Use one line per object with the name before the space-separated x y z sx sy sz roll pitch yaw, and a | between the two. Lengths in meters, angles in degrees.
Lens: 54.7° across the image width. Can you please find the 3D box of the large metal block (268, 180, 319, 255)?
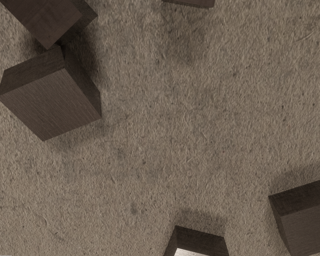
large metal block | 0.214 0.132 0.448 0.080 0.050 0.080 -20 109 6

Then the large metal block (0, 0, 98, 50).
large metal block | -0.120 -0.135 0.329 0.050 0.080 0.080 -39 106 12

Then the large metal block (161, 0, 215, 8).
large metal block | 0.033 -0.170 0.318 0.050 0.080 0.079 9 110 -4

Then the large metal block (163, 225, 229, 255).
large metal block | 0.051 0.206 0.473 0.080 0.050 0.079 16 109 -6

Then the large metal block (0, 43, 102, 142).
large metal block | -0.125 -0.039 0.364 0.080 0.050 0.080 -21 136 7
